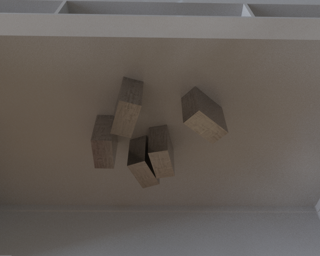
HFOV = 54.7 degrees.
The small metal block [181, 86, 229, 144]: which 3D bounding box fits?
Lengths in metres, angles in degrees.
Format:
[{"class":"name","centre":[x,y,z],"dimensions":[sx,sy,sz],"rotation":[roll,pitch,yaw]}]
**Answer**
[{"class":"small metal block","centre":[0.054,-0.016,0.379],"dimensions":[0.050,0.050,0.025],"rotation":[34,122,-26]}]

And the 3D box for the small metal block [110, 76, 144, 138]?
[{"class":"small metal block","centre":[-0.039,-0.025,0.371],"dimensions":[0.025,0.050,0.050],"rotation":[13,129,-11]}]

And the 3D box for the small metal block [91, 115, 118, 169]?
[{"class":"small metal block","centre":[-0.072,0.018,0.407],"dimensions":[0.025,0.050,0.050],"rotation":[2,130,-1]}]

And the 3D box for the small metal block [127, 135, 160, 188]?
[{"class":"small metal block","centre":[-0.022,0.047,0.432],"dimensions":[0.025,0.050,0.050],"rotation":[-17,128,14]}]

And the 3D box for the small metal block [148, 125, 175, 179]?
[{"class":"small metal block","centre":[0.002,0.032,0.420],"dimensions":[0.025,0.050,0.050],"rotation":[-9,130,8]}]
